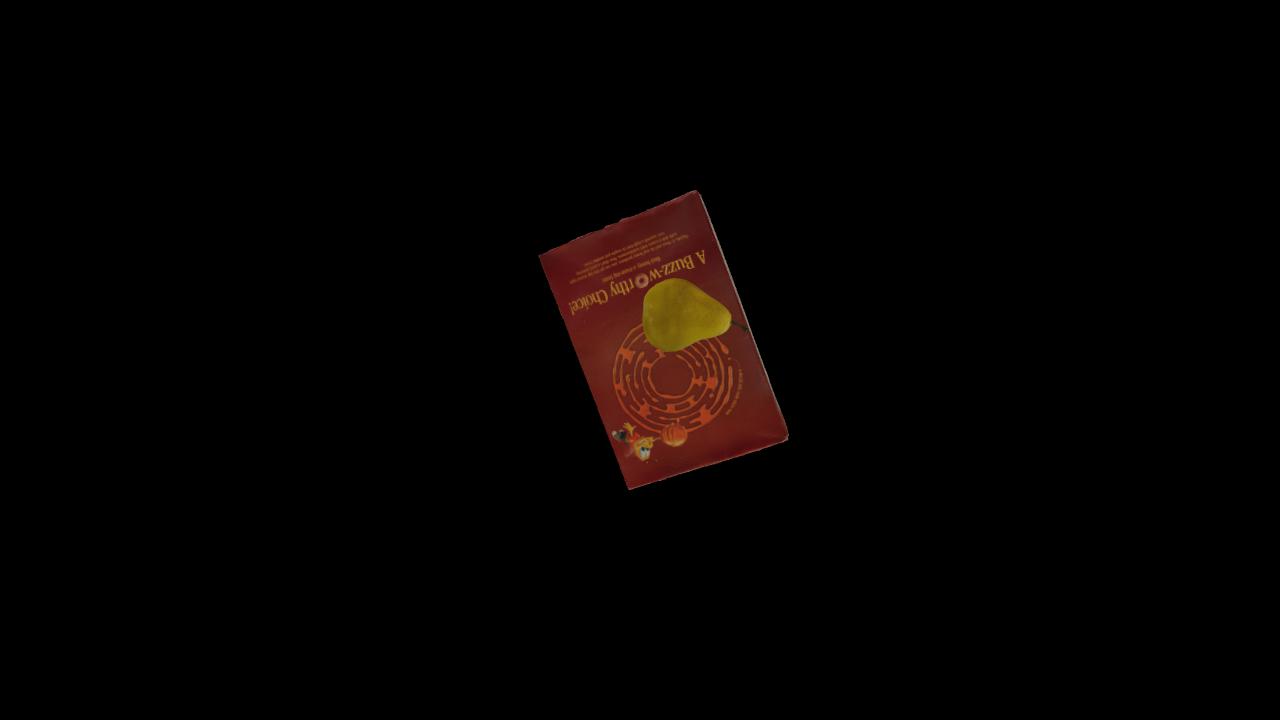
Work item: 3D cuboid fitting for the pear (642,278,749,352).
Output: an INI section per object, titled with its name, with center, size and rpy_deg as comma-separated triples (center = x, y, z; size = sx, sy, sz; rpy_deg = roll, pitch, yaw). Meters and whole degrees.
[pear]
center = 0.059, -0.049, 0.659
size = 0.111, 0.080, 0.080
rpy_deg = -2, 0, 11

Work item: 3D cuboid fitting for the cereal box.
[cereal box]
center = 0.031, -0.019, 0.736
size = 0.203, 0.306, 0.081
rpy_deg = -21, 4, 12
